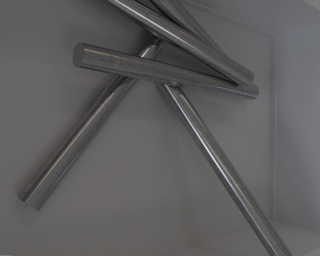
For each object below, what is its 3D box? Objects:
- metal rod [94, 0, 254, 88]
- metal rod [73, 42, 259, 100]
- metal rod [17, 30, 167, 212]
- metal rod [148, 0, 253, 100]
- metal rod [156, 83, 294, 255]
[{"bbox_3d":[0.003,-0.121,0.377,0.302,0.025,0.025,23,76,-28],"label":"metal rod"},{"bbox_3d":[0.035,-0.064,0.400,0.302,0.025,0.025,4,88,-41],"label":"metal rod"},{"bbox_3d":[-0.053,-0.041,0.361,0.025,0.025,0.300,48,62,-30],"label":"metal rod"},{"bbox_3d":[0.065,-0.116,0.436,0.301,0.025,0.025,31,71,-44],"label":"metal rod"},{"bbox_3d":[0.087,0.060,0.402,0.025,0.025,0.299,-30,85,-36],"label":"metal rod"}]
